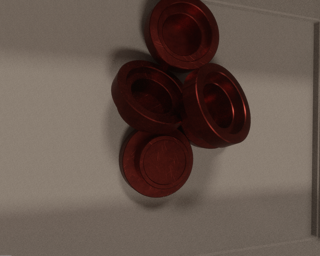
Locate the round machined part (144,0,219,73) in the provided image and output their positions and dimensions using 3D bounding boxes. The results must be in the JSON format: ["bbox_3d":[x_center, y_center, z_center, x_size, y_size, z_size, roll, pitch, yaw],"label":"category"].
[{"bbox_3d":[0.025,-0.121,0.410,0.099,0.042,0.097,1,88,-22],"label":"round machined part"}]

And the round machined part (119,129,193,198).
[{"bbox_3d":[0.000,0.042,0.402,0.099,0.042,0.097,0,90,-20],"label":"round machined part"}]

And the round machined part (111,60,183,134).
[{"bbox_3d":[-0.014,-0.033,0.381,0.099,0.042,0.098,19,47,-21],"label":"round machined part"}]

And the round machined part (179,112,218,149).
[{"bbox_3d":[0.072,-0.019,0.430,0.099,0.042,0.097,0,90,-21],"label":"round machined part"}]

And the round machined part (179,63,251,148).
[{"bbox_3d":[0.061,-0.024,0.366,0.099,0.042,0.098,19,61,-37],"label":"round machined part"}]
